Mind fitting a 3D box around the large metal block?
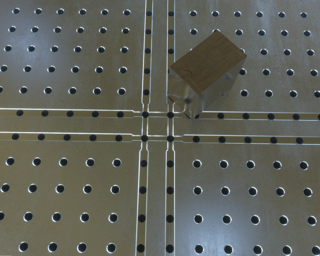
[{"bbox_3d":[0.058,-0.066,0.407,0.080,0.080,0.050,-39,75,-13],"label":"large metal block"}]
